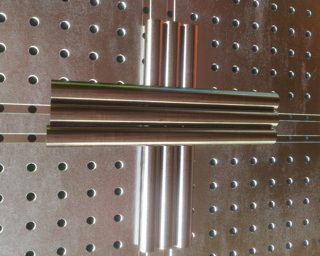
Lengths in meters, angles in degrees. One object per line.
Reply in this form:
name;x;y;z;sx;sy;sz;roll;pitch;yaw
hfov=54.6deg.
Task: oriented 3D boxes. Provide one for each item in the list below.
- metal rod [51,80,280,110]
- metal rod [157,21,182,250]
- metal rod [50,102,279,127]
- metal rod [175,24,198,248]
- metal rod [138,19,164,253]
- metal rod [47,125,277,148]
metal rod;0.022;-0.040;0.394;0.302;0.025;0.025;1;90;-20
metal rod;0.012;0.009;0.417;0.025;0.025;0.298;2;89;-20
metal rod;0.021;-0.015;0.393;0.302;0.025;0.025;1;90;-20
metal rod;0.036;0.010;0.425;0.025;0.025;0.298;2;89;-20
metal rod;-0.011;0.009;0.408;0.025;0.025;0.298;2;89;-20
metal rod;0.017;0.010;0.392;0.302;0.025;0.025;1;90;-20
